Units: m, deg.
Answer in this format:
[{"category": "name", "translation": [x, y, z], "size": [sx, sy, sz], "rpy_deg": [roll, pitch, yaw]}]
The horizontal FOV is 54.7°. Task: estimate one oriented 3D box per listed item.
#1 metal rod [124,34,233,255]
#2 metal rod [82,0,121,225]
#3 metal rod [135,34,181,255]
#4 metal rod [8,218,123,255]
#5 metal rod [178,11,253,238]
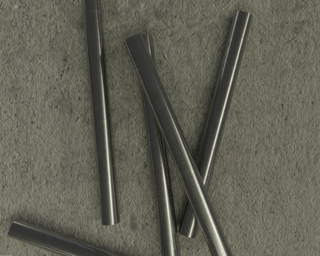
[{"category": "metal rod", "translation": [0.024, 0.028, 0.383], "size": [0.025, 0.025, 0.299], "rpy_deg": [-22, 90, 0]}, {"category": "metal rod", "translation": [-0.078, -0.024, 0.409], "size": [0.025, 0.025, 0.298], "rpy_deg": [-5, 90, 0]}, {"category": "metal rod", "translation": [-0.003, 0.028, 0.409], "size": [0.025, 0.025, 0.298], "rpy_deg": [-7, 90, 0]}, {"category": "metal rod", "translation": [-0.051, 0.183, 0.409], "size": [0.301, 0.025, 0.025], "rpy_deg": [20, 90, 0]}, {"category": "metal rod", "translation": [0.073, -0.005, 0.410], "size": [0.025, 0.025, 0.298], "rpy_deg": [14, 90, 0]}]
